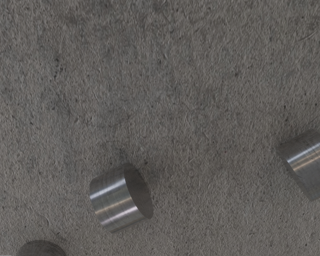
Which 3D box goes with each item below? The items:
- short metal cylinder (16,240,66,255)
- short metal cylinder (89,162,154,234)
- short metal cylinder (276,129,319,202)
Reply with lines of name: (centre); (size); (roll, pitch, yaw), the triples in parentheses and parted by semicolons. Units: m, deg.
short metal cylinder: (-0.190, 0.222, 0.476); (0.081, 0.050, 0.079); (0, 110, 0)
short metal cylinder: (-0.050, 0.093, 0.414); (0.050, 0.080, 0.080); (-26, 108, 9)
short metal cylinder: (0.195, 0.048, 0.400); (0.050, 0.080, 0.080); (-32, 107, 11)
